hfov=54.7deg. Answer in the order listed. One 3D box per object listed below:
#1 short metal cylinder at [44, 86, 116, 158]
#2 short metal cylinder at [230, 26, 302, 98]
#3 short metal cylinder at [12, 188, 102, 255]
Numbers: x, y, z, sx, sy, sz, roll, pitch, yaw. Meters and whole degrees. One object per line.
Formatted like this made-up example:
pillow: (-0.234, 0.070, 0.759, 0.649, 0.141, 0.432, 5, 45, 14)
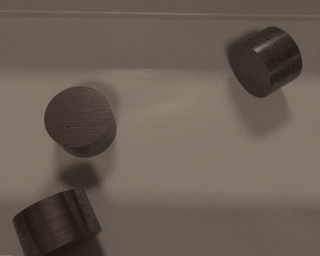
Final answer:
short metal cylinder: (-0.099, -0.007, 0.398, 0.081, 0.050, 0.080, 0, 70, 0)
short metal cylinder: (0.140, -0.087, 0.414, 0.050, 0.080, 0.080, -30, 73, -11)
short metal cylinder: (-0.111, 0.108, 0.340, 0.080, 0.080, 0.050, -26, 73, -10)
